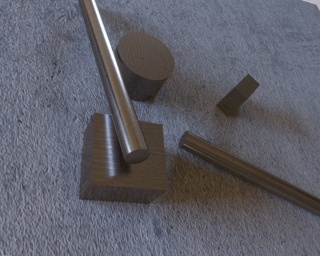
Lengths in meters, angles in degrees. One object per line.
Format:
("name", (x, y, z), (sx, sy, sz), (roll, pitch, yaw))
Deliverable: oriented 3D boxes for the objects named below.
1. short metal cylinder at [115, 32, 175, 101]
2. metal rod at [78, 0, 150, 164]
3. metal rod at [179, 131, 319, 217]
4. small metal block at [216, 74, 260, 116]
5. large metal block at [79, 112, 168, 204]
("short metal cylinder", (-0.027, -0.084, 0.426), (0.081, 0.050, 0.080), (14, 56, -21))
("metal rod", (-0.067, -0.086, 0.381), (0.025, 0.025, 0.299), (0, 49, -28))
("metal rod", (0.163, 0.081, 0.444), (0.301, 0.025, 0.025), (27, 52, -12))
("small metal block", (0.123, -0.052, 0.488), (0.025, 0.050, 0.050), (46, 51, 3))
("large metal block", (-0.042, 0.036, 0.345), (0.081, 0.050, 0.080), (10, 57, -23))
